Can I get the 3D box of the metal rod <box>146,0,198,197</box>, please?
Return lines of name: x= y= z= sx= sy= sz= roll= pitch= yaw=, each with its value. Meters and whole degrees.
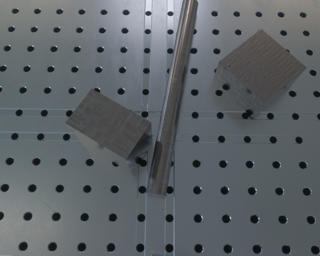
metal rod: x=0.021 y=-0.056 z=0.431 sx=0.025 sy=0.025 sz=0.299 roll=10 pitch=70 yaw=3

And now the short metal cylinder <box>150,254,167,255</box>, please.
short metal cylinder: x=0.024 y=0.166 z=0.322 sx=0.080 sy=0.080 sz=0.050 roll=11 pitch=71 yaw=4

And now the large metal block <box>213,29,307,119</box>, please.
large metal block: x=0.134 y=-0.074 z=0.426 sx=0.080 sy=0.050 sz=0.080 roll=-39 pitch=75 yaw=-13

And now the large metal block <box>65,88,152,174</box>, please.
large metal block: x=-0.057 y=0.007 z=0.379 sx=0.080 sy=0.080 sz=0.050 roll=30 pitch=73 yaw=10
